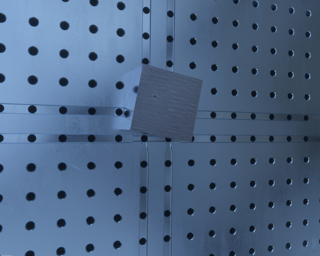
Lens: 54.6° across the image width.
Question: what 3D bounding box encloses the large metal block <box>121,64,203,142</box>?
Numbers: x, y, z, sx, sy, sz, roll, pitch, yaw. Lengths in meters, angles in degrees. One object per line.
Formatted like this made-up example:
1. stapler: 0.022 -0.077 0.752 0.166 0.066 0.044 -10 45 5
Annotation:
1. large metal block: 0.001 -0.029 0.399 0.081 0.050 0.080 12 86 -20
